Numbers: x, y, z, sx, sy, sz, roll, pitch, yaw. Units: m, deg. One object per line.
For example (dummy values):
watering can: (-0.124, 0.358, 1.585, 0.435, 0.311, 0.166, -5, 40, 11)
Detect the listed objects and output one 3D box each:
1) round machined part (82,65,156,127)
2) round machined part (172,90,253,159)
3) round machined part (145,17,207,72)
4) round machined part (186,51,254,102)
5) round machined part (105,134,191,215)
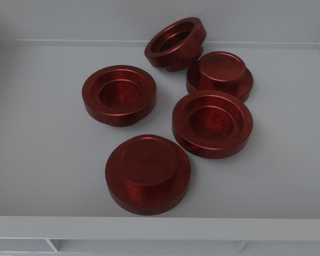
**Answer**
round machined part: (-0.054, -0.040, 0.427, 0.099, 0.042, 0.098, 0, 50, 0)
round machined part: (0.064, 0.000, 0.395, 0.099, 0.042, 0.098, 0, 50, 0)
round machined part: (0.028, -0.124, 0.480, 0.098, 0.042, 0.098, -24, 35, 19)
round machined part: (0.089, -0.077, 0.460, 0.099, 0.042, 0.098, 0, 50, 0)
round machined part: (-0.014, 0.046, 0.355, 0.099, 0.042, 0.098, 0, 50, 0)
